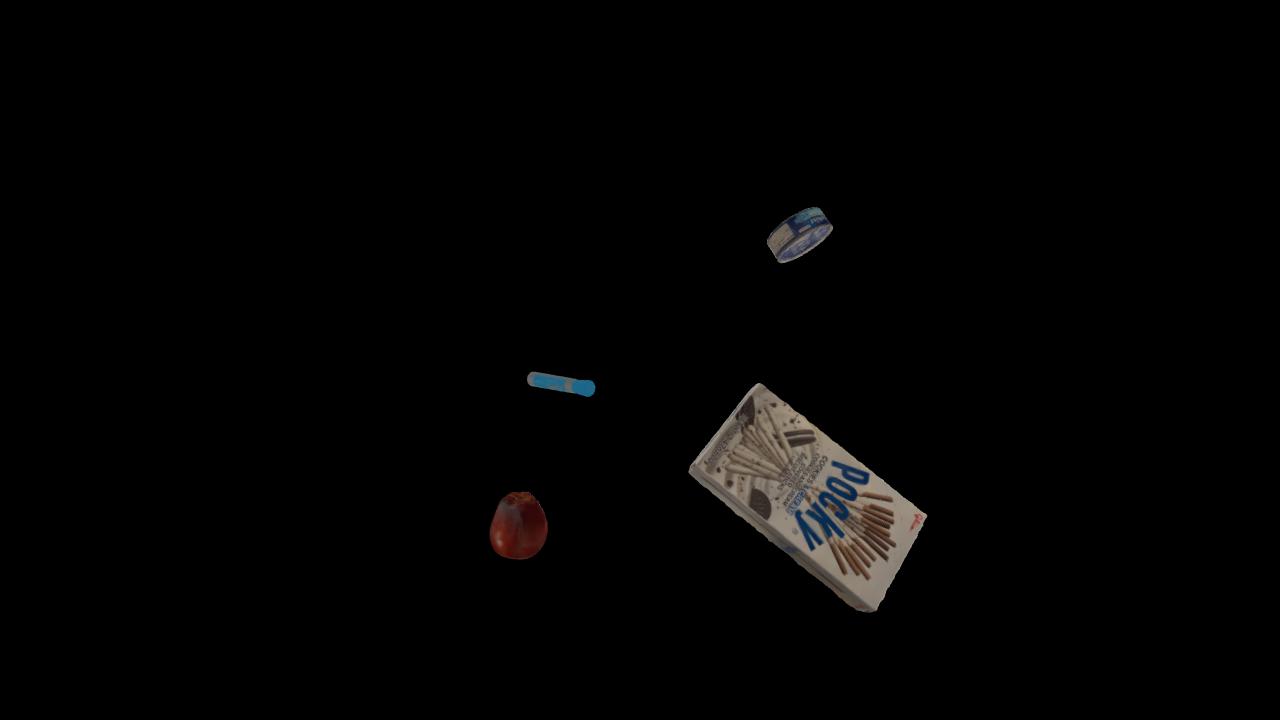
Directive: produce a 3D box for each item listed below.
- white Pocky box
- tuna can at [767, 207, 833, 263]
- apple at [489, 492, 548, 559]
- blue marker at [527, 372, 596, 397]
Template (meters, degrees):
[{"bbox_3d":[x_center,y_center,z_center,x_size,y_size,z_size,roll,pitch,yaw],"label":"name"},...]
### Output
[{"bbox_3d":[0.119,0.095,0.439,0.154,0.084,0.028,39,-23,7],"label":"white Pocky box"},{"bbox_3d":[0.214,-0.168,0.828,0.084,0.034,0.084,-27,-13,-7],"label":"tuna can"},{"bbox_3d":[-0.166,0.229,0.844,0.079,0.093,0.079,7,12,-2],"label":"apple"},{"bbox_3d":[-0.094,0.028,0.728,0.020,0.020,0.121,0,4,-42],"label":"blue marker"}]
